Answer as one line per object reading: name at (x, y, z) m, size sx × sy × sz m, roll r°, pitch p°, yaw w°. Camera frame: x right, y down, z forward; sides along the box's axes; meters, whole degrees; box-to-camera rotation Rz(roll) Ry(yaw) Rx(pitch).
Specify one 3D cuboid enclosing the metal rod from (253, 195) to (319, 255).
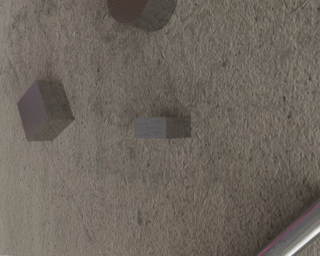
metal rod at (0.081, 0.176, 0.337) m, size 0.025 × 0.025 × 0.298 m, roll 49°, pitch 119°, yaw 29°

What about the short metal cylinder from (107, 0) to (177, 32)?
short metal cylinder at (-0.024, -0.173, 0.408) m, size 0.080 × 0.050 × 0.080 m, roll 0°, pitch 90°, yaw 40°

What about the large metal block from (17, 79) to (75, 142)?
large metal block at (-0.208, -0.030, 0.561) m, size 0.080 × 0.050 × 0.080 m, roll -35°, pitch 68°, yaw 34°

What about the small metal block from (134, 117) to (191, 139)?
small metal block at (0.004, 0.000, 0.386) m, size 0.050 × 0.050 × 0.025 m, roll 0°, pitch 90°, yaw 40°
